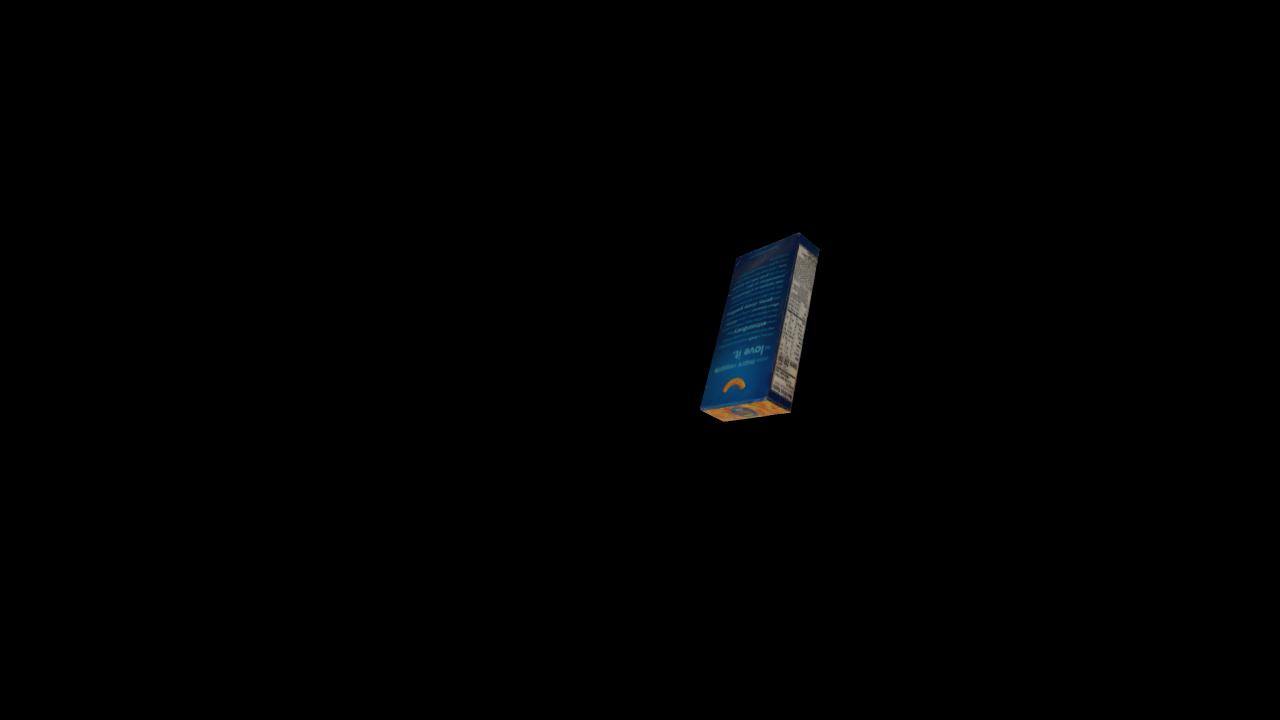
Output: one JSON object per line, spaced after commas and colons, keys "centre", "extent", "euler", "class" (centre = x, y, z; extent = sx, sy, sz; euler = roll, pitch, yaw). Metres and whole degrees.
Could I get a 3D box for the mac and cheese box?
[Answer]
{"centre": [0.122, -0.032, 0.619], "extent": [0.041, 0.184, 0.093], "euler": [29, -25, -29], "class": "mac and cheese box"}
